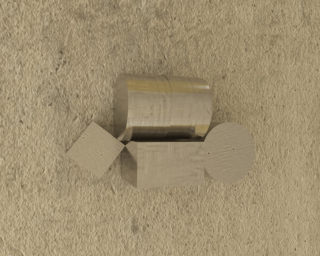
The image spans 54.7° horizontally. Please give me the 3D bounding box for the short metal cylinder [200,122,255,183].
[{"bbox_3d":[0.082,0.032,0.427,0.081,0.050,0.079,0,90,-20],"label":"short metal cylinder"}]

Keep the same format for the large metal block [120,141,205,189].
[{"bbox_3d":[0.000,0.040,0.382,0.081,0.080,0.050,1,90,-20],"label":"large metal block"}]

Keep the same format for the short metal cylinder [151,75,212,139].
[{"bbox_3d":[0.024,-0.025,0.390,0.050,0.080,0.079,1,90,-20],"label":"short metal cylinder"}]

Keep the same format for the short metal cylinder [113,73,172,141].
[{"bbox_3d":[-0.023,-0.025,0.373,0.050,0.080,0.079,1,90,-20],"label":"short metal cylinder"}]

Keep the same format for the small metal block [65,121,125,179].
[{"bbox_3d":[-0.080,0.026,0.381,0.050,0.025,0.050,40,77,-16],"label":"small metal block"}]
